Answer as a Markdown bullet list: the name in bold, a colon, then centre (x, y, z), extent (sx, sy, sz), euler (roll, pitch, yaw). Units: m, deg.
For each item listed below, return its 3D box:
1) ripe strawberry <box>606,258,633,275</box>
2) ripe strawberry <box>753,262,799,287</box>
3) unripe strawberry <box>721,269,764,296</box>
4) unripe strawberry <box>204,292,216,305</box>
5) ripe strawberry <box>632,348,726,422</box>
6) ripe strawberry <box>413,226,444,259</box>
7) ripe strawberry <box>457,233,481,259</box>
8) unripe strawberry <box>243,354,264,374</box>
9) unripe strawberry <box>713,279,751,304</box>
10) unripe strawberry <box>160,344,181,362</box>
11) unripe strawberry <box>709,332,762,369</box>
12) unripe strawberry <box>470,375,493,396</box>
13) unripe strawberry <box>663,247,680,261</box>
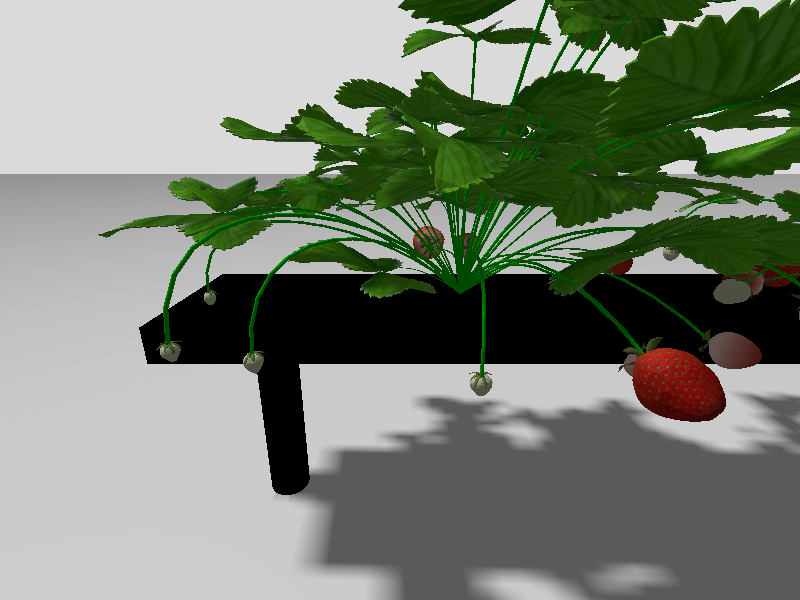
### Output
- **ripe strawberry**: centre (0.231, -0.041, 0.424), extent (0.032, 0.028, 0.032), euler (-6, 20, -19)
- **ripe strawberry**: centre (0.354, -0.033, 0.385), extent (0.045, 0.038, 0.044), euler (3, 19, 9)
- **unripe strawberry**: centre (0.303, -0.016, 0.356), extent (0.026, 0.026, 0.029), euler (-1, 19, -2)
- **unripe strawberry**: centre (-0.157, -0.001, 0.330), extent (0.010, 0.011, 0.011), euler (-3, 20, -10)
- **ripe strawberry**: centre (0.130, 0.040, 0.187), extent (0.037, 0.032, 0.037), euler (-7, 34, -20)
- **ripe strawberry**: centre (0.035, -0.073, 0.505), extent (0.039, 0.041, 0.042), euler (-3, 19, -7)
- **ripe strawberry**: centre (0.086, -0.068, 0.501), extent (0.031, 0.033, 0.034), euler (4, 19, 11)
- **unripe strawberry**: centre (-0.078, 0.034, 0.214), extent (0.010, 0.011, 0.011), euler (16, 25, 37)
- **unripe strawberry**: centre (0.277, -0.006, 0.336), extent (0.022, 0.022, 0.024), euler (-34, 20, 4)
- **unripe strawberry**: centre (-0.120, 0.028, 0.209), extent (0.010, 0.010, 0.011), euler (-17, 25, -40)
- **unripe strawberry**: centre (0.194, 0.030, 0.233), extent (0.024, 0.021, 0.024), euler (-18, 30, -42)
- **unripe strawberry**: centre (0.040, 0.042, 0.196), extent (0.011, 0.011, 0.010), euler (2, 19, 5)
- **unripe strawberry**: centre (0.321, -0.055, 0.475), extent (0.017, 0.016, 0.015), euler (12, 22, 30)
